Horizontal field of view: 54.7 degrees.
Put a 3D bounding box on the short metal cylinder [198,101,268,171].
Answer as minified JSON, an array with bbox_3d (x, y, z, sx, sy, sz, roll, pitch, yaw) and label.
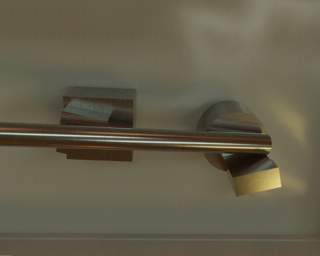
[{"bbox_3d":[0.092,0.010,0.401,0.081,0.050,0.079,0,110,-1],"label":"short metal cylinder"}]

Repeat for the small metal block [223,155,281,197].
[{"bbox_3d":[0.106,0.051,0.362,0.050,0.050,0.025,-14,110,4],"label":"small metal block"}]

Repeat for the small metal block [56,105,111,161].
[{"bbox_3d":[-0.088,0.005,0.357,0.050,0.025,0.050,12,109,-5],"label":"small metal block"}]

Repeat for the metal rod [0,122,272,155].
[{"bbox_3d":[-0.024,0.012,0.339,0.302,0.025,0.025,3,110,-10],"label":"metal rod"}]

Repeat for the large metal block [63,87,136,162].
[{"bbox_3d":[-0.073,-0.006,0.392,0.081,0.050,0.079,2,110,-2],"label":"large metal block"}]
